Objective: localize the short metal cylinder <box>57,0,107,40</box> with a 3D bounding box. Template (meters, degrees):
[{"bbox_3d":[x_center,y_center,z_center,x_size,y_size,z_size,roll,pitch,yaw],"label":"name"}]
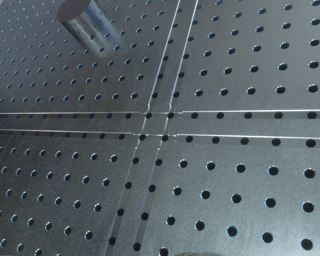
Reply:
[{"bbox_3d":[-0.152,-0.219,0.603,0.080,0.050,0.080,-13,56,21],"label":"short metal cylinder"}]

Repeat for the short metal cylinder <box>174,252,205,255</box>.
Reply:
[{"bbox_3d":[0.034,0.158,0.277,0.080,0.050,0.080,-13,56,20],"label":"short metal cylinder"}]
